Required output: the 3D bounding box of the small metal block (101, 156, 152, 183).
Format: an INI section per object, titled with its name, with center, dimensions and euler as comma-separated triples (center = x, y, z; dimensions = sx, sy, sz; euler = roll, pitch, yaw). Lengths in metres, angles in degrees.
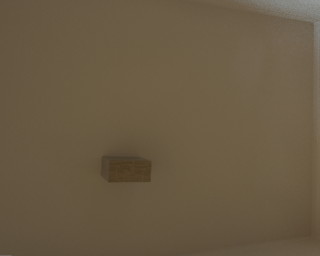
[small metal block]
center = -0.043, 0.050, 0.382
dimensions = 0.050, 0.050, 0.025
euler = 3, 89, -20
